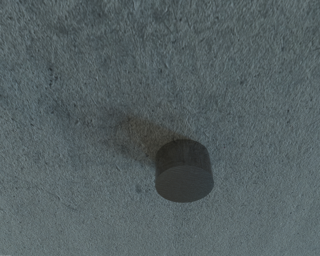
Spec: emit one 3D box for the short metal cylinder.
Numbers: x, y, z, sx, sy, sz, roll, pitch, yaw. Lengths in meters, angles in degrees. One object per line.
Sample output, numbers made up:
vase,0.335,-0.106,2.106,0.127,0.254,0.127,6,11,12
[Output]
short metal cylinder,0.034,0.062,0.444,0.080,0.050,0.080,0,130,0
